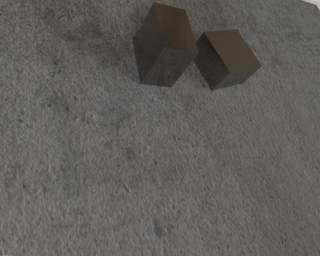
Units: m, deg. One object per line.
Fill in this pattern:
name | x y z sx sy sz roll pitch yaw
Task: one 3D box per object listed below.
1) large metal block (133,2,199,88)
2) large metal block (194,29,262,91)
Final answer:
large metal block | 0.004 -0.116 0.443 0.050 0.080 0.080 3 61 -27
large metal block | 0.109 -0.116 0.519 0.081 0.050 0.080 -17 71 -35
